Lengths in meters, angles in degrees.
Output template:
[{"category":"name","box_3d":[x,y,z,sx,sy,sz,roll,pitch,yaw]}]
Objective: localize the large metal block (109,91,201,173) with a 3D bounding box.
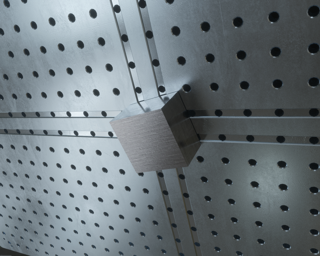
[{"category":"large metal block","box_3d":[-0.005,0.008,0.402,0.080,0.050,0.080,-13,112,33]}]
